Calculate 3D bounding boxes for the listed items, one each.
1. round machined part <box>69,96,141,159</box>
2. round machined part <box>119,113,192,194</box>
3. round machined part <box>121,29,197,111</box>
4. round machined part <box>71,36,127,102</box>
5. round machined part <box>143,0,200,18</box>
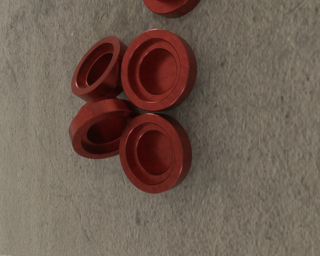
[{"bbox_3d":[-0.073,-0.004,0.417,0.098,0.099,0.042,-49,51,28],"label":"round machined part"},{"bbox_3d":[-0.001,0.030,0.390,0.098,0.042,0.097,3,95,36],"label":"round machined part"},{"bbox_3d":[0.002,-0.069,0.385,0.098,0.042,0.097,1,93,33],"label":"round machined part"},{"bbox_3d":[-0.077,-0.078,0.439,0.098,0.042,0.098,-24,49,31],"label":"round machined part"},{"bbox_3d":[0.010,-0.191,0.384,0.098,0.042,0.097,0,90,39],"label":"round machined part"}]
